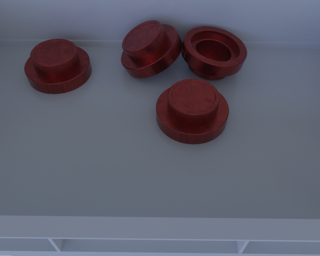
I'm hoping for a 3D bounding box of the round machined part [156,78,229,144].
[{"bbox_3d":[0.044,-0.029,0.419,0.099,0.042,0.098,0,50,0],"label":"round machined part"}]

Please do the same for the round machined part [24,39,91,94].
[{"bbox_3d":[-0.159,-0.101,0.478,0.099,0.042,0.098,0,50,0],"label":"round machined part"}]

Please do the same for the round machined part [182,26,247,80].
[{"bbox_3d":[0.081,-0.112,0.482,0.099,0.042,0.098,6,51,-7],"label":"round machined part"}]

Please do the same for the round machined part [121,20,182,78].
[{"bbox_3d":[-0.019,-0.126,0.475,0.098,0.042,0.098,-18,47,20],"label":"round machined part"}]
